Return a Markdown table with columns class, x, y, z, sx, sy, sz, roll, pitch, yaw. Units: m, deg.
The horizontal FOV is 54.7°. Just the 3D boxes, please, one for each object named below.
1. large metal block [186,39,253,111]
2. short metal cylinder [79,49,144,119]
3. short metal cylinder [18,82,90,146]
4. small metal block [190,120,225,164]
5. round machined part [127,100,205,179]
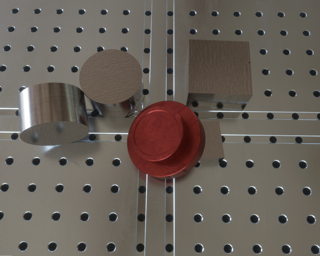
| class | x | y | z | sx | sy | sz | roll | pitch | yaw |
| --- | --- | --- | --- | --- | --- | --- | --- | --- | --- |
| large metal block | 0.078 | -0.072 | 0.425 | 0.080 | 0.050 | 0.080 | 2 | 70 | 1 |
| short metal cylinder | -0.063 | -0.058 | 0.419 | 0.081 | 0.050 | 0.080 | 0 | 70 | 0 |
| short metal cylinder | -0.132 | -0.015 | 0.387 | 0.081 | 0.080 | 0.050 | -11 | 71 | -4 |
| small metal block | 0.054 | 0.019 | 0.405 | 0.050 | 0.025 | 0.050 | -4 | 70 | -2 |
| round machined part | 0.003 | 0.011 | 0.381 | 0.098 | 0.042 | 0.098 | -7 | 71 | 20 |
